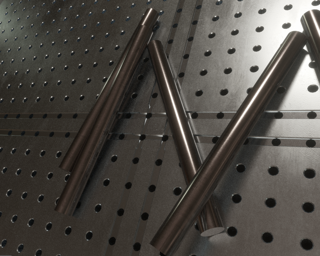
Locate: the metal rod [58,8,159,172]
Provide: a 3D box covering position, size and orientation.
[{"bbox_3d":[-0.072,-0.068,0.485,0.025,0.025,0.300,12,68,33],"label":"metal rod"}]

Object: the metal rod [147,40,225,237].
[{"bbox_3d":[0.023,-0.012,0.402,0.025,0.025,0.299,-24,53,13],"label":"metal rod"}]

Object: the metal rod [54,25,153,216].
[{"bbox_3d":[-0.075,-0.022,0.449,0.025,0.025,0.299,10,70,32],"label":"metal rod"}]

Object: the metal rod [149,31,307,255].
[{"bbox_3d":[0.086,0.003,0.339,0.025,0.025,0.300,23,67,36],"label":"metal rod"}]

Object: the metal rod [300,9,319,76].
[{"bbox_3d":[0.192,-0.013,0.315,0.025,0.025,0.299,-13,56,20],"label":"metal rod"}]
